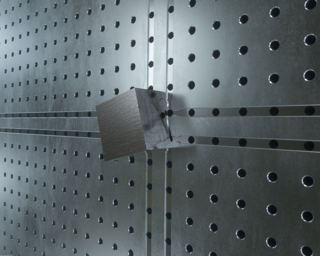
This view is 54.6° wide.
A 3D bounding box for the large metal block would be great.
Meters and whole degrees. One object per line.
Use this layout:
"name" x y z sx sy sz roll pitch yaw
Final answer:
"large metal block" -0.037 -0.002 0.425 0.080 0.050 0.080 -19 78 38
